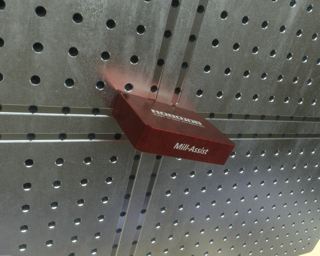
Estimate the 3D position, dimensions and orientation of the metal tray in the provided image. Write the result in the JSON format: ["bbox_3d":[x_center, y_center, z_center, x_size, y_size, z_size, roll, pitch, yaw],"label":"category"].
[{"bbox_3d":[0.016,0.002,0.378,0.131,0.090,0.030,13,112,-34],"label":"metal tray"}]
